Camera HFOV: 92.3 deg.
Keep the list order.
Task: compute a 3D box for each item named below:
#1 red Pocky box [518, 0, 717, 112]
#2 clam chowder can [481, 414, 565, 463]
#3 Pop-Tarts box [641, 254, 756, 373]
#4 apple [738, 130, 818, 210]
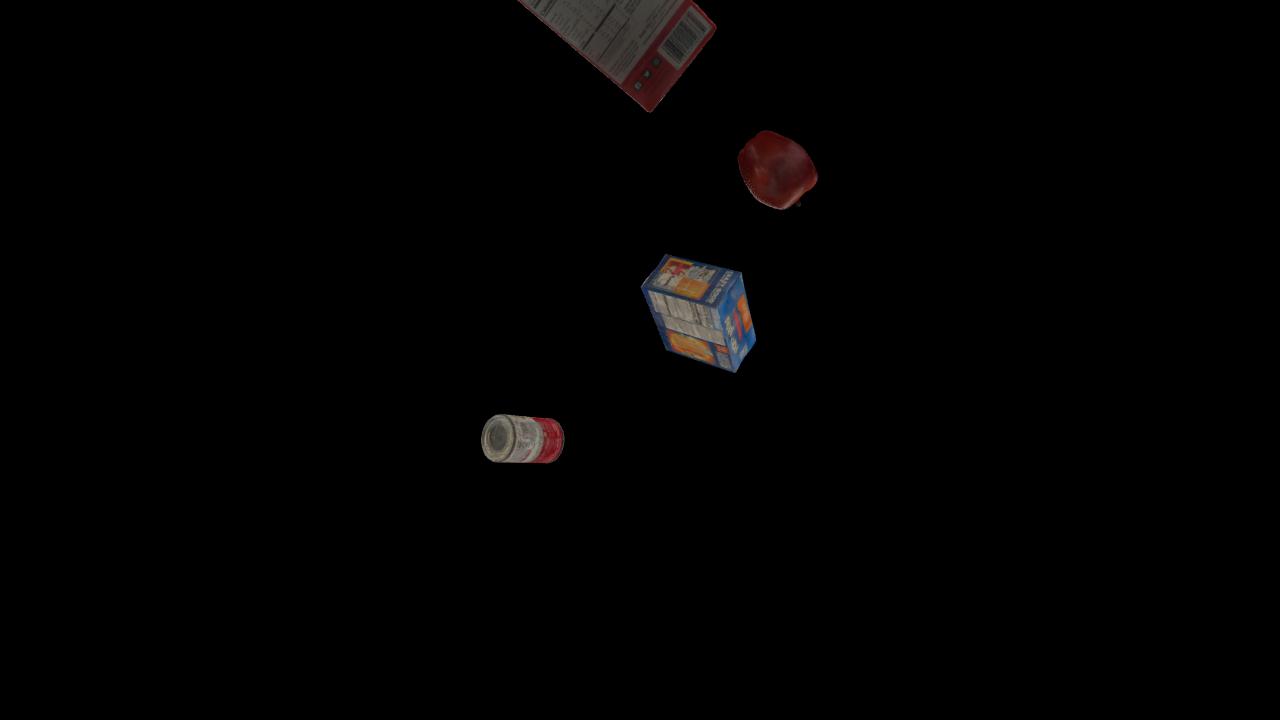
[{"bbox_3d":[-0.025,-0.264,0.451,0.155,0.083,0.028,29,27,-33],"label":"red Pocky box"},{"bbox_3d":[-0.166,0.114,0.878,0.068,0.068,0.102,0,-8,34],"label":"clam chowder can"},{"bbox_3d":[0.099,-0.075,1.000,0.141,0.083,0.167,20,-27,32],"label":"Pop-Tarts box"},{"bbox_3d":[0.156,-0.213,0.698,0.079,0.093,0.079,-38,-2,-2],"label":"apple"}]
